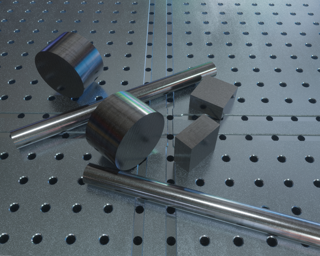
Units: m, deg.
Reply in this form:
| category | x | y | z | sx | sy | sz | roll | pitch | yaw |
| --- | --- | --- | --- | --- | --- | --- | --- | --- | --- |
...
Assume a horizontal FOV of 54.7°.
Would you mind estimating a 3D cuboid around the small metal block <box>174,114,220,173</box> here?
| category | x | y | z | sx | sy | sz | roll | pitch | yaw |
| --- | --- | --- | --- | --- | --- | --- | --- | --- | --- |
| small metal block | 0.044 | 0.019 | 0.376 | 0.050 | 0.050 | 0.025 | -37 | 59 | -27 |

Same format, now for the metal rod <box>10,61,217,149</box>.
| category | x | y | z | sx | sy | sz | roll | pitch | yaw |
| --- | --- | --- | --- | --- | --- | --- | --- | --- | --- |
| metal rod | -0.052 | -0.038 | 0.439 | 0.302 | 0.025 | 0.025 | -22 | 54 | -18 |

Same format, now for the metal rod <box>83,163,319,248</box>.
| category | x | y | z | sx | sy | sz | roll | pitch | yaw |
| --- | --- | --- | --- | --- | --- | --- | --- | --- | --- |
| metal rod | 0.060 | 0.086 | 0.335 | 0.301 | 0.025 | 0.025 | 13 | 51 | 10 |

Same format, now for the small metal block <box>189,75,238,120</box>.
| category | x | y | z | sx | sy | sz | roll | pitch | yaw |
| --- | --- | --- | --- | --- | --- | --- | --- | --- | --- |
| small metal block | 0.077 | -0.045 | 0.446 | 0.050 | 0.025 | 0.050 | 26 | 54 | 20 |

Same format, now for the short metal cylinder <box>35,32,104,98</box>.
| category | x | y | z | sx | sy | sz | roll | pitch | yaw |
| --- | --- | --- | --- | --- | --- | --- | --- | --- | --- |
| short metal cylinder | -0.130 | -0.090 | 0.446 | 0.080 | 0.080 | 0.050 | 20 | 53 | 16 |

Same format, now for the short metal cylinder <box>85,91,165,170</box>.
| category | x | y | z | sx | sy | sz | roll | pitch | yaw |
| --- | --- | --- | --- | --- | --- | --- | --- | --- | --- |
| short metal cylinder | -0.040 | 0.003 | 0.369 | 0.050 | 0.080 | 0.080 | 35 | 58 | 25 |
